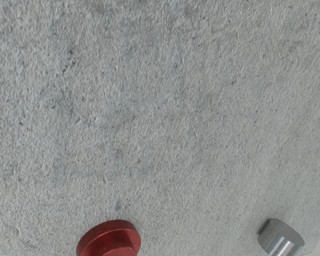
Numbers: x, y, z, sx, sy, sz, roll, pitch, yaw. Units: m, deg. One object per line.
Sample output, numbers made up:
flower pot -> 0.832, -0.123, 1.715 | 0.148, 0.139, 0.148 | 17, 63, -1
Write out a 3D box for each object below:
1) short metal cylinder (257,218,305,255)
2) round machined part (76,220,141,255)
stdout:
short metal cylinder -> 0.257, 0.240, 0.661 | 0.081, 0.080, 0.050 | 16, 110, -35
round machined part -> -0.074, 0.192, 0.475 | 0.099, 0.042, 0.097 | -14, 124, -21
